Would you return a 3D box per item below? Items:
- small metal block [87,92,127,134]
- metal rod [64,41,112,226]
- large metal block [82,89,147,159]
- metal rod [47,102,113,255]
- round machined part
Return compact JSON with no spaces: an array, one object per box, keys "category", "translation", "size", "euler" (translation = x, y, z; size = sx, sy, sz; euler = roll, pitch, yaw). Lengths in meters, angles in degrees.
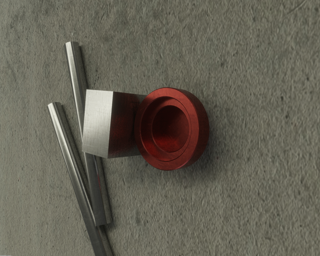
[{"category":"small metal block","translation":[-0.081,-0.023,0.470],"size":[0.050,0.025,0.050],"euler":[24,105,37]},{"category":"metal rod","translation":[-0.117,0.003,0.498],"size":[0.025,0.025,0.299],"euler":[-21,77,38]},{"category":"large metal block","translation":[-0.052,-0.006,0.410],"size":[0.050,0.081,0.079],"euler":[9,96,39]},{"category":"metal rod","translation":[-0.133,0.089,0.511],"size":[0.025,0.025,0.299],"euler":[-37,68,33]},{"category":"round machined part","translation":[0.018,0.001,0.377],"size":[0.098,0.042,0.097],"euler":[0,90,39]}]
